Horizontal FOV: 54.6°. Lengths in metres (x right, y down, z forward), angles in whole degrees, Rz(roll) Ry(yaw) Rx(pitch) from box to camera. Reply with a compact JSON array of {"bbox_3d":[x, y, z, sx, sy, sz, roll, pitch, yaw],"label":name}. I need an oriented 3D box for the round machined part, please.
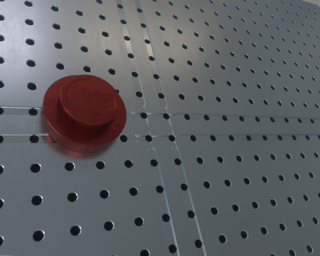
[{"bbox_3d":[-0.086,-0.024,0.365,0.099,0.042,0.098,13,56,-21],"label":"round machined part"}]
